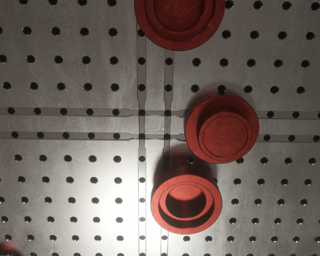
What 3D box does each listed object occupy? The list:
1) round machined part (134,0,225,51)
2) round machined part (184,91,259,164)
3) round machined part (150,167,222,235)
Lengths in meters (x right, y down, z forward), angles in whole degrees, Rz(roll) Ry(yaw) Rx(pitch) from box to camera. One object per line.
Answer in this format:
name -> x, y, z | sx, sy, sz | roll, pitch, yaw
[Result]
round machined part -> 0.021, -0.140, 0.353 | 0.099, 0.042, 0.097 | 0, 110, -1
round machined part -> 0.082, 0.004, 0.407 | 0.099, 0.042, 0.097 | 0, 110, -1
round machined part -> 0.036, 0.099, 0.441 | 0.099, 0.042, 0.097 | 0, 110, -1
